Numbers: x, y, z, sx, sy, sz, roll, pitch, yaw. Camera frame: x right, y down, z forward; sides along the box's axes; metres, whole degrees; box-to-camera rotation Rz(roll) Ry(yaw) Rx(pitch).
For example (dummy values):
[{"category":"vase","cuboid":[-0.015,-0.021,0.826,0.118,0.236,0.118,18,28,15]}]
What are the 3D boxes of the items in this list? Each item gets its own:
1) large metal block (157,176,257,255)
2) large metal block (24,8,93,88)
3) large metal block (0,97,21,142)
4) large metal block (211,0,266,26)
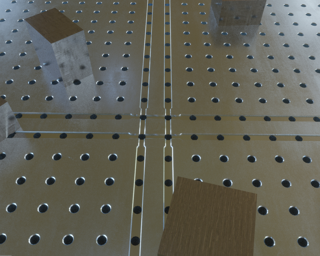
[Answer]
[{"category":"large metal block","cuboid":[0.047,0.103,0.306,0.080,0.050,0.080,11,51,9]},{"category":"large metal block","cuboid":[-0.153,-0.123,0.473,0.050,0.080,0.080,-34,58,-25]},{"category":"large metal block","cuboid":[-0.246,-0.011,0.397,0.080,0.050,0.080,30,56,22]},{"category":"large metal block","cuboid":[0.148,-0.242,0.597,0.081,0.050,0.080,-3,50,-3]}]
